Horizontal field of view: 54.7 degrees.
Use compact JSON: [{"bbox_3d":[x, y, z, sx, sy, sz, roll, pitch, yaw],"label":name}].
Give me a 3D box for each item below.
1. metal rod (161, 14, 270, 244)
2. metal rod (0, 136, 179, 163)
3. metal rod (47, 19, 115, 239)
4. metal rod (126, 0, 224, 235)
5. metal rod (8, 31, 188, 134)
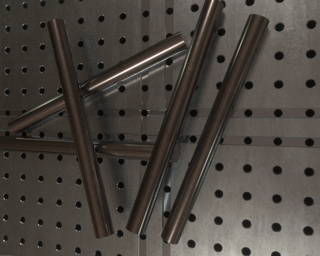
[{"bbox_3d":[0.066,0.007,0.388,0.025,0.025,0.298,23,97,18],"label":"metal rod"},{"bbox_3d":[-0.120,0.029,0.453,0.301,0.025,0.025,2,91,19],"label":"metal rod"},{"bbox_3d":[-0.109,-0.003,0.421,0.025,0.025,0.298,-16,85,19],"label":"metal rod"},{"bbox_3d":[0.019,-0.015,0.384,0.025,0.025,0.299,19,88,18],"label":"metal rod"},{"bbox_3d":[-0.100,-0.058,0.446,0.300,0.025,0.025,-23,83,18],"label":"metal rod"}]
